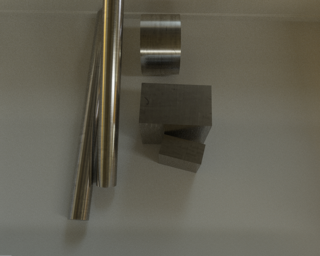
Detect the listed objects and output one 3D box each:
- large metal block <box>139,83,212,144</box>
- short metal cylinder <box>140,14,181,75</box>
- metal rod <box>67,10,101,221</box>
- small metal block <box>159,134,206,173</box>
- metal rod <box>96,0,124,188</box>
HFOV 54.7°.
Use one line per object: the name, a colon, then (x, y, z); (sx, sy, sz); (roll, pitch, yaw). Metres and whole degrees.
large metal block: (0.018, -0.014, 0.386); (0.081, 0.080, 0.050); (2, 70, 0)
short metal cylinder: (0.001, -0.113, 0.422); (0.050, 0.080, 0.080); (0, 70, 0)
metal rod: (-0.090, -0.031, 0.419); (0.025, 0.025, 0.299); (3, 70, 1)
small metal block: (0.026, 0.033, 0.385); (0.050, 0.050, 0.025); (14, 71, 5)
metal rod: (-0.059, -0.078, 0.373); (0.025, 0.025, 0.298); (3, 95, 1)
